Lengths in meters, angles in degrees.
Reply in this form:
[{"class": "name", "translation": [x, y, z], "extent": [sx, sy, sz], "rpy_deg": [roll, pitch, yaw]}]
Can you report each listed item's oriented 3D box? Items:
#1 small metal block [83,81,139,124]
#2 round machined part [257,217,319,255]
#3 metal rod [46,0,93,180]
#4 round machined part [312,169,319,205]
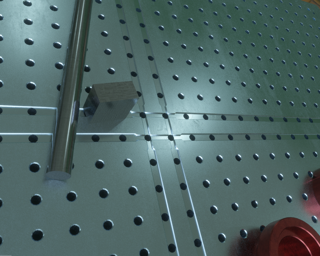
[{"class": "small metal block", "translation": [-0.061, -0.031, 0.378], "extent": [0.050, 0.050, 0.025], "rpy_deg": [-11, 68, -33]}, {"class": "round machined part", "translation": [0.161, 0.165, 0.383], "extent": [0.099, 0.042, 0.098], "rpy_deg": [14, 56, -21]}, {"class": "metal rod", "translation": [-0.110, -0.079, 0.397], "extent": [0.025, 0.025, 0.299], "rpy_deg": [12, 57, -22]}, {"class": "round machined part", "translation": [0.298, 0.102, 0.496], "extent": [0.099, 0.042, 0.098], "rpy_deg": [14, 56, -21]}]
